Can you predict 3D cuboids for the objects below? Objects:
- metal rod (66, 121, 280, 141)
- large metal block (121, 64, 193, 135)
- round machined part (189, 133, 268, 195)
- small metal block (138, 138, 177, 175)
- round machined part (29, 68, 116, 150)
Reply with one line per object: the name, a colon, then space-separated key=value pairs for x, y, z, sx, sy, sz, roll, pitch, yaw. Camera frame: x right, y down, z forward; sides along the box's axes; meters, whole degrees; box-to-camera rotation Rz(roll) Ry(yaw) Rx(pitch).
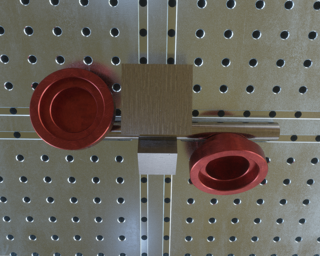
metal rod: x=0.006 y=0.003 z=0.415 sx=0.302 sy=0.025 sz=0.025 roll=0 pitch=110 yaw=-1
large metal block: x=-0.004 y=-0.033 z=0.376 sx=0.081 sy=0.050 sz=0.079 roll=1 pitch=92 yaw=-1
round machined part: x=0.087 y=0.044 z=0.408 sx=0.099 sy=0.042 sz=0.097 roll=0 pitch=136 yaw=0
small metal block: x=-0.003 y=0.039 z=0.417 sx=0.050 sy=0.025 sz=0.050 roll=1 pitch=139 yaw=-1
round machined part: x=-0.103 y=-0.021 z=0.382 sx=0.099 sy=0.042 sz=0.097 roll=0 pitch=84 yaw=-1
